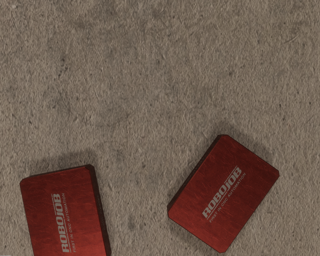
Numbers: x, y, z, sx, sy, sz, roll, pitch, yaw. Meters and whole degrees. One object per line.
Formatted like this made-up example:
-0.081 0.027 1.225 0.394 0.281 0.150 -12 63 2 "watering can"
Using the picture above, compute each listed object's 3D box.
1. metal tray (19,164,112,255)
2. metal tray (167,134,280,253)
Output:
-0.122 0.120 0.406 0.091 0.030 0.129 -11 90 -1 "metal tray"
0.081 0.084 0.409 0.090 0.030 0.130 36 90 -1 "metal tray"
